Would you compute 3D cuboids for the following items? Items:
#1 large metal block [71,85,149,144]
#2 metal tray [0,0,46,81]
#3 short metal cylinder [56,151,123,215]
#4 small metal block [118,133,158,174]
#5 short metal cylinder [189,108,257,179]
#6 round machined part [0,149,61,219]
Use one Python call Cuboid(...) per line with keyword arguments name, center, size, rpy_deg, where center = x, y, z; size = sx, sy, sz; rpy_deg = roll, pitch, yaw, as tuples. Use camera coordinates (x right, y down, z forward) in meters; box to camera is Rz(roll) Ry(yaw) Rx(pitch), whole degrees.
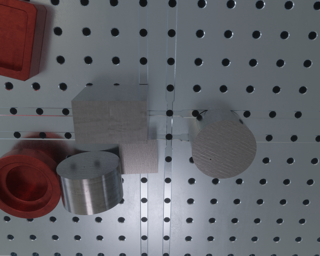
Cuboid(name="large metal block", center=(-0.054, -0.020, 0.376), size=(0.081, 0.080, 0.050), rpy_deg=(0, 110, 0))
Cuboid(name="metal tray", center=(-0.210, -0.116, 0.365), size=(0.131, 0.030, 0.089), rpy_deg=(14, 110, -5))
Cuboid(name="short metal cylinder", center=(-0.091, 0.070, 0.409), size=(0.080, 0.080, 0.050), rpy_deg=(-3, 110, 1))
Cuboid(name="small metal block", center=(-0.029, 0.035, 0.426), size=(0.050, 0.025, 0.050), rpy_deg=(-2, 110, 0))
Cuboid(name="short metal cylinder", center=(0.080, 0.019, 0.408), size=(0.081, 0.050, 0.079), rpy_deg=(0, 110, 0))
Cuboid(name="round machined part", center=(-0.181, 0.073, 0.429), size=(0.099, 0.042, 0.097), rpy_deg=(0, 110, 0))
